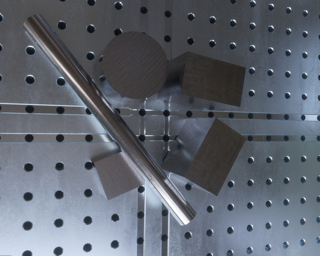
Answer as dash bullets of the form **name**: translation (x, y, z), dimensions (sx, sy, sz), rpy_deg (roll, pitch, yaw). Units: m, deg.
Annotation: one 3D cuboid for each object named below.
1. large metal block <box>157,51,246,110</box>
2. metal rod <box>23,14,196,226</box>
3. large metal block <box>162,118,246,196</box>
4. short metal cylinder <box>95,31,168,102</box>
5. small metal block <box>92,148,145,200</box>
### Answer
- **large metal block**: translation (0.051, -0.057, 0.403), dimensions (0.081, 0.080, 0.050), rpy_deg (10, 87, -20)
- **metal rod**: translation (-0.056, -0.006, 0.371), dimensions (0.025, 0.025, 0.300), rpy_deg (-39, 95, -16)
- **large metal block**: translation (0.053, 0.034, 0.404), dimensions (0.050, 0.080, 0.080), rpy_deg (33, 79, -18)
- **short metal cylinder**: translation (-0.036, -0.074, 0.387), dimensions (0.081, 0.050, 0.079), rpy_deg (0, 90, -21)
- **small metal block**: translation (-0.054, 0.056, 0.394), dimensions (0.050, 0.025, 0.050), rpy_deg (-21, 97, -19)
